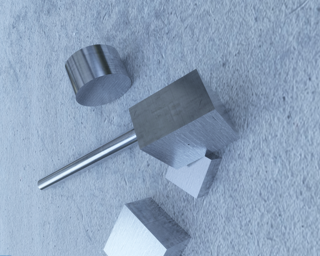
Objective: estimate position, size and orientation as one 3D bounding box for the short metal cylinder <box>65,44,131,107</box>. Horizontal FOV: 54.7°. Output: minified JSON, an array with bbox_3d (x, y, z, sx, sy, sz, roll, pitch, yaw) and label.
[{"bbox_3d":[-0.088,-0.073,0.442,0.080,0.081,0.050,-37,67,34],"label":"short metal cylinder"}]

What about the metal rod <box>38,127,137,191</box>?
[{"bbox_3d":[-0.112,0.051,0.497,0.299,0.025,0.025,-27,73,36],"label":"metal rod"}]

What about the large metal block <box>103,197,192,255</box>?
[{"bbox_3d":[-0.018,0.151,0.404,0.080,0.050,0.079,38,113,33],"label":"large metal block"}]

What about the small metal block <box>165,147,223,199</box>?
[{"bbox_3d":[0.040,0.048,0.372,0.050,0.025,0.050,29,108,36],"label":"small metal block"}]

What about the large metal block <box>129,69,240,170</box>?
[{"bbox_3d":[0.027,-0.004,0.327,0.080,0.080,0.050,-29,57,17],"label":"large metal block"}]
